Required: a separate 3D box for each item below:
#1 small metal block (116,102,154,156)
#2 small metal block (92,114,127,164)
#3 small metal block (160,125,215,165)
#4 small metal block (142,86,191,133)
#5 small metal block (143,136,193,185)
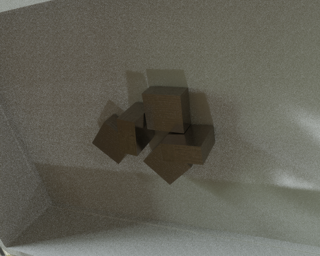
[{"bbox_3d":[-0.031,0.000,0.405,0.025,0.050,0.050,12,123,21],"label":"small metal block"},{"bbox_3d":[-0.063,0.016,0.448,0.050,0.025,0.050,39,129,1],"label":"small metal block"},{"bbox_3d":[0.035,0.019,0.381,0.050,0.050,0.025,3,120,26],"label":"small metal block"},{"bbox_3d":[0.009,-0.023,0.386,0.050,0.025,0.050,6,121,24],"label":"small metal block"},{"bbox_3d":[0.014,0.042,0.424,0.050,0.025,0.050,42,129,-1],"label":"small metal block"}]
